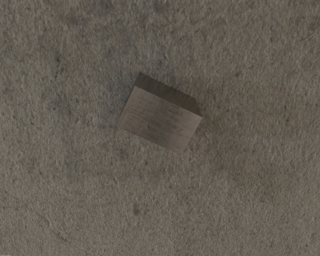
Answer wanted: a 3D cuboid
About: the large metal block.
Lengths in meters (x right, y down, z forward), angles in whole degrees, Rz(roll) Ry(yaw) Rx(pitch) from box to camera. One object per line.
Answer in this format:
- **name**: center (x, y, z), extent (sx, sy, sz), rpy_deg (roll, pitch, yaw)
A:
- **large metal block**: center (-0.001, -0.021, 0.373), extent (0.080, 0.080, 0.050), rpy_deg (24, 108, -9)
